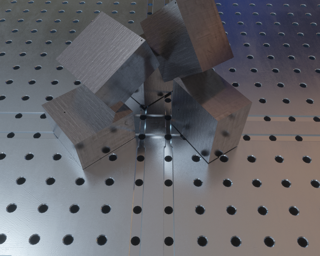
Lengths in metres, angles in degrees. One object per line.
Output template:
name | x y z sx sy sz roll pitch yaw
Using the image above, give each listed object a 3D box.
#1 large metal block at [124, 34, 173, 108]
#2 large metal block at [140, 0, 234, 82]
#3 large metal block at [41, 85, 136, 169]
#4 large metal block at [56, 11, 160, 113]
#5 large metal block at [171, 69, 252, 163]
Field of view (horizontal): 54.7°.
large metal block | -0.008 -0.089 0.445 0.080 0.080 0.050 -34 58 -26
large metal block | 0.030 -0.106 0.369 0.050 0.080 0.080 -29 13 -28
large metal block | -0.089 -0.008 0.396 0.081 0.050 0.080 -32 57 -25
large metal block | -0.062 -0.079 0.372 0.080 0.050 0.080 40 86 28
large metal block | 0.059 -0.018 0.386 0.050 0.080 0.080 -27 56 -21
